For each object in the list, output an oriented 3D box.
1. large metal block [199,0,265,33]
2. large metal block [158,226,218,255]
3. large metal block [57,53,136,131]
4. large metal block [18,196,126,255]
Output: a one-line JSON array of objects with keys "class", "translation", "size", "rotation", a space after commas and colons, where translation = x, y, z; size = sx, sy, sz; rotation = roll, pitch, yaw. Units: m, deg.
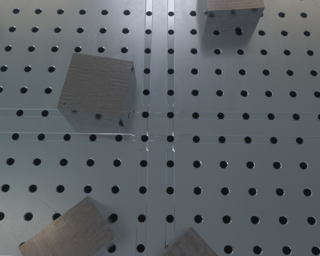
[{"class": "large metal block", "translation": [0.104, -0.195, 0.470], "size": [0.080, 0.050, 0.080], "rotation": [-4, 70, -2]}, {"class": "large metal block", "translation": [0.039, 0.154, 0.327], "size": [0.050, 0.080, 0.080], "rotation": [-40, 75, -13]}, {"class": "large metal block", "translation": [-0.081, -0.048, 0.416], "size": [0.080, 0.050, 0.080], "rotation": [8, 70, 3]}, {"class": "large metal block", "translation": [-0.089, 0.124, 0.337], "size": [0.080, 0.080, 0.050], "rotation": [-36, 74, -12]}]
